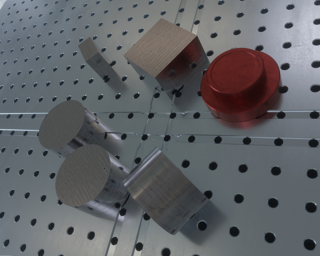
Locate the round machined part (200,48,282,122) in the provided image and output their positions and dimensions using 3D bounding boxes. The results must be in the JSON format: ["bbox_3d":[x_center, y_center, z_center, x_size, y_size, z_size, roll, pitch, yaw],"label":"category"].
[{"bbox_3d":[0.096,-0.060,0.383,0.098,0.042,0.098,-13,56,21],"label":"round machined part"}]

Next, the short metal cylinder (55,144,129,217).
[{"bbox_3d":[-0.084,0.067,0.395,0.080,0.050,0.080,-13,56,21],"label":"short metal cylinder"}]

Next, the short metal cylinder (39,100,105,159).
[{"bbox_3d":[-0.129,0.006,0.457,0.080,0.050,0.080,-13,56,21],"label":"short metal cylinder"}]

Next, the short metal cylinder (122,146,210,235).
[{"bbox_3d":[0.006,0.065,0.330,0.050,0.080,0.080,-44,51,-2],"label":"short metal cylinder"}]

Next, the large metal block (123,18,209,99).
[{"bbox_3d":[0.008,-0.103,0.451,0.080,0.050,0.080,-46,51,-4],"label":"large metal block"}]

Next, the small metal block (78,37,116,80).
[{"bbox_3d":[-0.106,-0.116,0.520,0.025,0.050,0.050,-36,51,5],"label":"small metal block"}]
